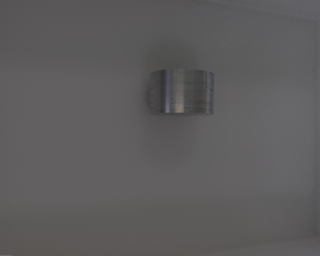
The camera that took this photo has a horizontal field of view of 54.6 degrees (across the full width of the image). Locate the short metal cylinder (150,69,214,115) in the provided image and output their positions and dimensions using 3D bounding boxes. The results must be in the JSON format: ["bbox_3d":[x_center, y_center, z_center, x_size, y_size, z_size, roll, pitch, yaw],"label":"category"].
[{"bbox_3d":[0.028,-0.042,0.391,0.081,0.080,0.050,1,90,-20],"label":"short metal cylinder"}]
